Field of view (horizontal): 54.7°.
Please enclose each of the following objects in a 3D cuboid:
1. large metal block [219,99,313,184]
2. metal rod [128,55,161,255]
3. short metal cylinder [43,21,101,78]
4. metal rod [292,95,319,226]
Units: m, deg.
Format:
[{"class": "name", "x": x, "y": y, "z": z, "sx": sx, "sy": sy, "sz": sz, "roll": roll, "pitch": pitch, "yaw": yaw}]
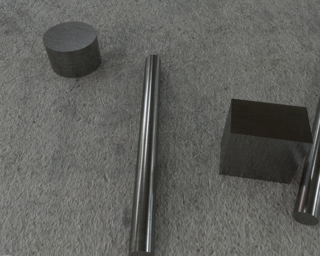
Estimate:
[{"class": "large metal block", "x": 0.115, "y": 0.017, "z": 0.354, "sx": 0.080, "sy": 0.080, "sz": 0.050, "roll": 7, "pitch": 51, "yaw": 6}, {"class": "metal rod", "x": -0.014, "y": 0.008, "z": 0.395, "sx": 0.025, "sy": 0.025, "sz": 0.300, "roll": 1, "pitch": 50, "yaw": 1}, {"class": "short metal cylinder", "x": -0.137, "y": -0.125, "z": 0.491, "sx": 0.081, "sy": 0.050, "sz": 0.080, "roll": 0, "pitch": 50, "yaw": 0}, {"class": "metal rod", "x": 0.218, "y": -0.008, "z": 0.411, "sx": 0.025, "sy": 0.025, "sz": 0.301, "roll": 21, "pitch": 53, "yaw": 16}]
